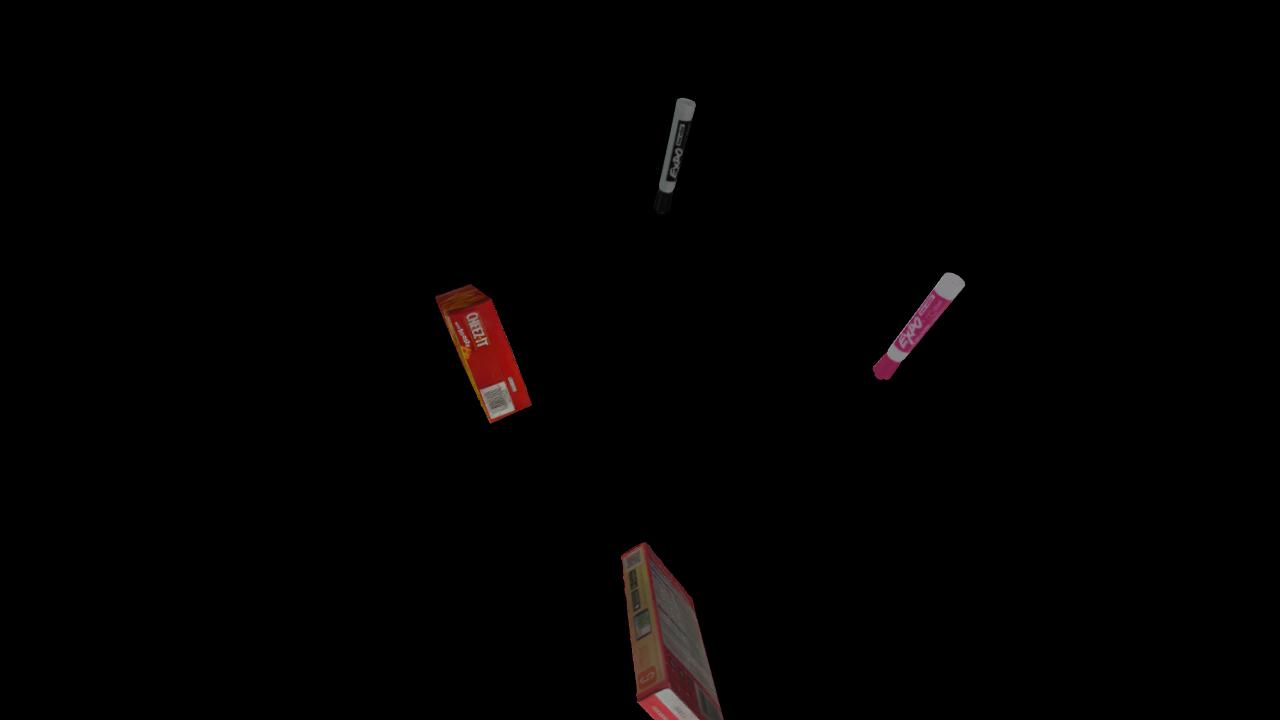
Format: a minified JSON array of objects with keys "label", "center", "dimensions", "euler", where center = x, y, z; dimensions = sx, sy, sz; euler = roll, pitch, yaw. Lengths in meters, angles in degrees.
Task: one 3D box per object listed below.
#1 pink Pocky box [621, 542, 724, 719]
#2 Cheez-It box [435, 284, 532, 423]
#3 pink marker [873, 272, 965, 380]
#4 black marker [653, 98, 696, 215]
[{"label":"pink Pocky box","center":[0.024,0.222,0.484],"dimensions":[0.029,0.084,0.155],"euler":[-33,20,6]},{"label":"Cheez-It box","center":[-0.240,-0.018,0.927],"dimensions":[0.071,0.166,0.223],"euler":[-23,19,-16]},{"label":"pink marker","center":[0.244,-0.025,0.547],"dimensions":[0.020,0.020,0.121],"euler":[0,-43,-20]},{"label":"black marker","center":[0.033,-0.202,0.625],"dimensions":[0.020,0.121,0.020],"euler":[8,43,-7]}]
